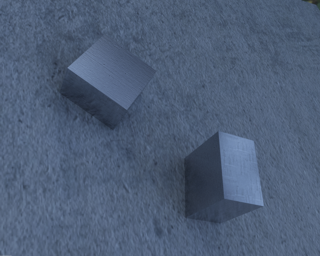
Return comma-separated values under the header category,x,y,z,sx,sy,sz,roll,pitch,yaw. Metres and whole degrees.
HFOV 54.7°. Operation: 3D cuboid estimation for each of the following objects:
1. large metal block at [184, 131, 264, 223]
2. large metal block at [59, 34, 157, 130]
category,x,y,z,sx,sy,sz,roll,pitch,yaw
large metal block,0.071,0.062,0.371,0.050,0.080,0.080,15,56,-20
large metal block,-0.064,-0.058,0.390,0.080,0.050,0.080,36,51,-5
